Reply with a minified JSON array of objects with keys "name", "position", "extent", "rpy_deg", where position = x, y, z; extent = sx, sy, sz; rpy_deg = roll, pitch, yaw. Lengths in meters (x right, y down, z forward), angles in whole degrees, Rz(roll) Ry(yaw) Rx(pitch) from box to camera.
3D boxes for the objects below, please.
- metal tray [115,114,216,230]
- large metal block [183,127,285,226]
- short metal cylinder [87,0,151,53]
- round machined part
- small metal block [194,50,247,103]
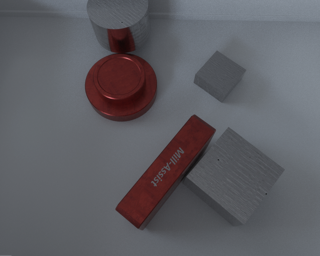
[{"name":"metal tray","position":[0.008,0.054,0.355],"extent":[0.030,0.090,0.130],"rpy_deg":[37,74,12]},{"name":"large metal block","position":[0.086,0.060,0.376],"extent":[0.080,0.050,0.080],"rpy_deg":[39,74,12]},{"name":"short metal cylinder","position":[-0.054,-0.151,0.425],"extent":[0.080,0.050,0.080],"rpy_deg":[-1,67,2]},{"name":"round machined part","position":[-0.053,-0.061,0.422],"extent":[0.099,0.042,0.098],"rpy_deg":[0,70,-1]},{"name":"small metal block","position":[0.084,-0.073,0.437],"extent":[0.050,0.025,0.050],"rpy_deg":[38,74,12]}]
